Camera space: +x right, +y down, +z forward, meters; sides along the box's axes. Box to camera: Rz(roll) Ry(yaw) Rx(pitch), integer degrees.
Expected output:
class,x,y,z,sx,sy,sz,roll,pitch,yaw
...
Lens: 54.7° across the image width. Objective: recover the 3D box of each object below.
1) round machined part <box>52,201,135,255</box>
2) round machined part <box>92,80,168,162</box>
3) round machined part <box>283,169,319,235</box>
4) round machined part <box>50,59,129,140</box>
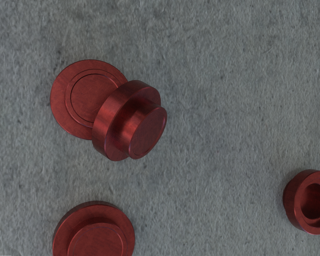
class,x,y,z,sx,sy,sz,roll,pitch,yaw
round machined part,-0.077,0.141,0.372,0.099,0.042,0.097,0,90,-21
round machined part,-0.028,-0.003,0.359,0.042,0.098,0.098,31,77,23
round machined part,0.236,0.114,0.489,0.099,0.042,0.097,0,90,-21
round machined part,-0.079,-0.034,0.371,0.099,0.042,0.097,0,90,-20
